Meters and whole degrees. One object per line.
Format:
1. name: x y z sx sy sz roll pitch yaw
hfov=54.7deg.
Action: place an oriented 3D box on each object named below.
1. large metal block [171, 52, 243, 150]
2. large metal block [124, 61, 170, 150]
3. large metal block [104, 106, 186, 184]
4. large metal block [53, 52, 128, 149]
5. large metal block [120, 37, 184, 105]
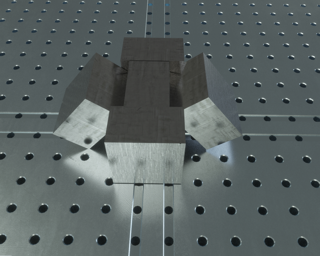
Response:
1. large metal block: 0.057 -0.033 0.389 0.050 0.080 0.080 -26 43 28
2. large metal block: -0.014 -0.028 0.394 0.050 0.080 0.080 1 50 0
3. large metal block: -0.015 0.021 0.353 0.081 0.080 0.050 1 50 0
4. large metal block: -0.085 -0.033 0.390 0.050 0.080 0.080 28 43 -29
5. large metal block: -0.009 -0.079 0.436 0.081 0.080 0.050 1 50 0
